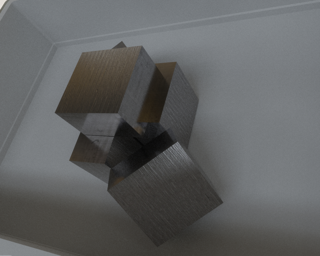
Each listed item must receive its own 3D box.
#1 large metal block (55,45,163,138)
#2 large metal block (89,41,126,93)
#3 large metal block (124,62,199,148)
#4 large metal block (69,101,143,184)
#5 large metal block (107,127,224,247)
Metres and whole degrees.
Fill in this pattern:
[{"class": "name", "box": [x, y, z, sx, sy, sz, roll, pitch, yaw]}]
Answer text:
[{"class": "large metal block", "box": [-0.053, -0.038, 0.335, 0.080, 0.050, 0.080, 2, 63, 29]}, {"class": "large metal block", "box": [-0.062, -0.066, 0.432, 0.080, 0.080, 0.050, -37, 86, 3]}, {"class": "large metal block", "box": [0.004, -0.022, 0.379, 0.050, 0.080, 0.080, 1, 62, 28]}, {"class": "large metal block", "box": [-0.054, 0.021, 0.384, 0.050, 0.080, 0.080, 1, 62, 28]}, {"class": "large metal block", "box": [0.004, 0.059, 0.320, 0.080, 0.080, 0.050, -36, 16, 4]}]
